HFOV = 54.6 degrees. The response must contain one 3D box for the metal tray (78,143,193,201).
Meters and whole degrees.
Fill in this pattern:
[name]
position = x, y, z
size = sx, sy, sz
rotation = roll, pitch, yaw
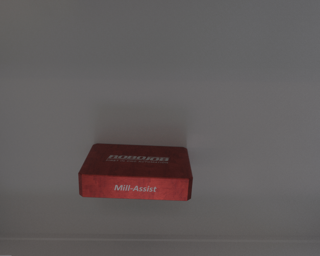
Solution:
[metal tray]
position = -0.028, 0.053, 0.395
size = 0.131, 0.090, 0.030
rotation = 3, 110, -1
